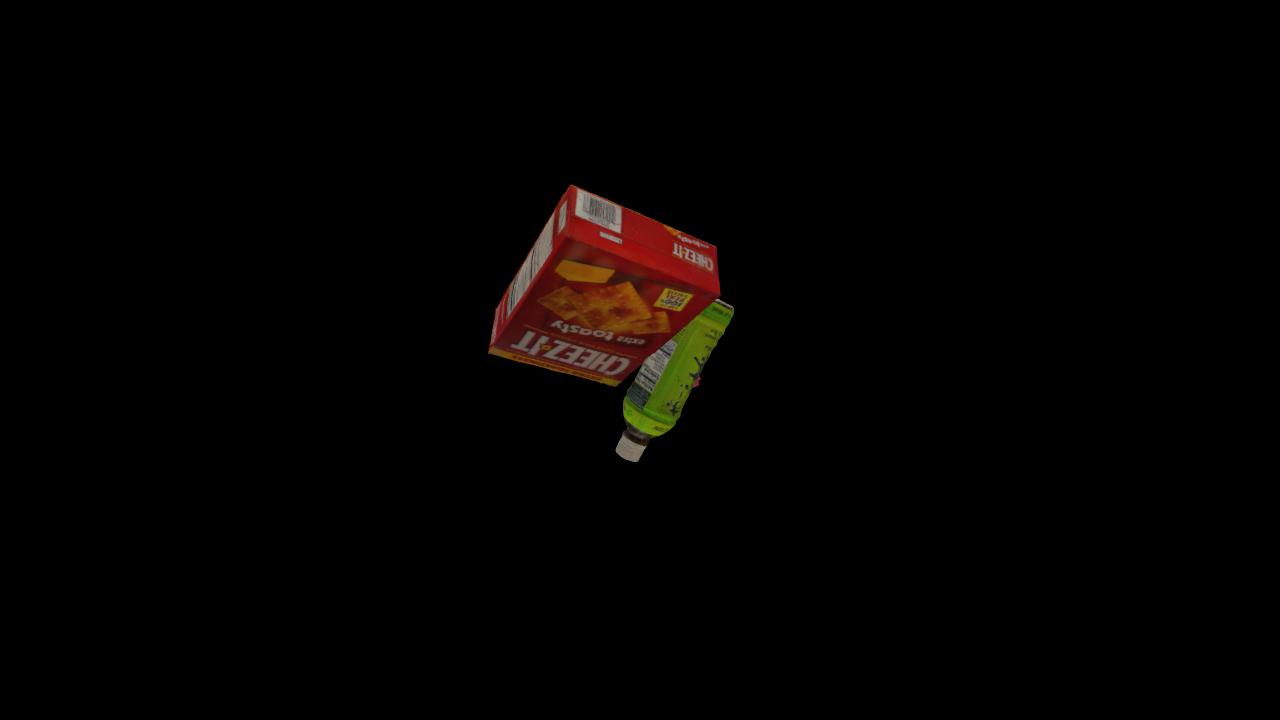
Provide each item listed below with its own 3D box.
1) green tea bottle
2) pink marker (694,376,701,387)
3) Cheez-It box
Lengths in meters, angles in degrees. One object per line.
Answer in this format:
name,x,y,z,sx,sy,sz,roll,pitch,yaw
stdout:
green tea bottle,0.030,0.019,0.704,0.073,0.212,0.073,28,10,-5
pink marker,0.043,-0.021,0.747,0.020,0.121,0.020,-21,-21,-8
Cheez-It box,-0.046,-0.061,0.649,0.166,0.071,0.223,17,-35,-25
